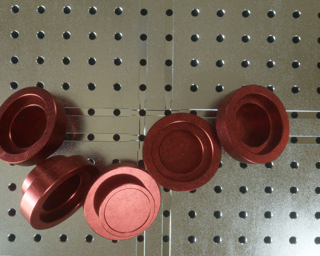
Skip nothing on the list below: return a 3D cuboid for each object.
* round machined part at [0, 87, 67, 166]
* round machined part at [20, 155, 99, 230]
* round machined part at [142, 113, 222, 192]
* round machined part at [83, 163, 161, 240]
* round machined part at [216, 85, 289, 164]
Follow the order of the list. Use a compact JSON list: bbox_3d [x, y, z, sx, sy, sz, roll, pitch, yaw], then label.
[{"bbox_3d":[-0.158,0.001,0.390,0.098,0.042,0.098,-7,69,19],"label":"round machined part"},{"bbox_3d":[-0.126,0.072,0.380,0.042,0.098,0.098,37,90,22],"label":"round machined part"},{"bbox_3d":[0.026,0.031,0.402,0.099,0.042,0.097,0,86,-5],"label":"round machined part"},{"bbox_3d":[-0.045,0.096,0.389,0.099,0.042,0.097,-3,100,-19],"label":"round machined part"},{"bbox_3d":[0.112,-0.003,0.395,0.099,0.042,0.097,4,81,-23],"label":"round machined part"}]
